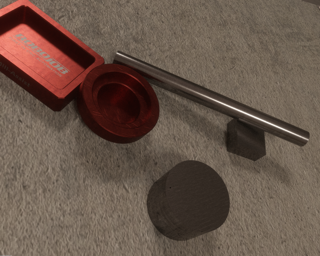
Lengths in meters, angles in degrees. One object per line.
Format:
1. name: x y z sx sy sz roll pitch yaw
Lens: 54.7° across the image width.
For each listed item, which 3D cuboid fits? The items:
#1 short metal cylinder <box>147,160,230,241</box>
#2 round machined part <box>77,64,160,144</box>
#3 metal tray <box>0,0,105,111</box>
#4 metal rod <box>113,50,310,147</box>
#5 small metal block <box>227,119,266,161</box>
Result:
1. short metal cylinder: 0.032 0.083 0.356 0.081 0.050 0.080 14 56 -21
2. round machined part: -0.053 -0.026 0.376 0.099 0.042 0.098 16 57 -27
3. metal tray: -0.146 -0.091 0.377 0.130 0.030 0.090 37 51 -4
4. metal rod: 0.077 -0.040 0.447 0.302 0.025 0.025 22 53 -6
5. small metal block: 0.129 0.016 0.466 0.050 0.025 0.050 20 54 -17
